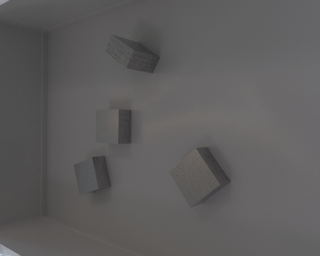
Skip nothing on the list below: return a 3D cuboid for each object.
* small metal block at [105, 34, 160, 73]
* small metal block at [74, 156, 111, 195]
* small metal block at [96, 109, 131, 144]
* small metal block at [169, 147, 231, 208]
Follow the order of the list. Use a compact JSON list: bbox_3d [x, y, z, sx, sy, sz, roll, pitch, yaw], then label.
[{"bbox_3d":[-0.037,-0.100,0.421,0.050,0.050,0.025,41,115,32],"label":"small metal block"},{"bbox_3d":[-0.109,0.076,0.497,0.050,0.025,0.050,-23,75,37],"label":"small metal block"},{"bbox_3d":[-0.070,-0.002,0.465,0.050,0.025,0.050,2,91,40],"label":"small metal block"},{"bbox_3d":[0.046,0.058,0.369,0.050,0.025,0.050,-46,63,30],"label":"small metal block"}]
